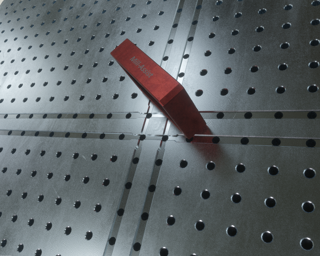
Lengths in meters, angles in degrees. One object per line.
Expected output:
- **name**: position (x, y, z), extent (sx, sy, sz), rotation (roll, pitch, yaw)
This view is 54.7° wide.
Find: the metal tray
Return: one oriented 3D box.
- **metal tray**: position (-0.003, -0.051, 0.398), extent (0.030, 0.090, 0.130), rotation (-42, 51, 0)
